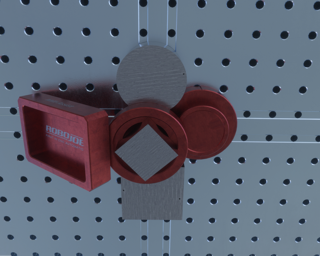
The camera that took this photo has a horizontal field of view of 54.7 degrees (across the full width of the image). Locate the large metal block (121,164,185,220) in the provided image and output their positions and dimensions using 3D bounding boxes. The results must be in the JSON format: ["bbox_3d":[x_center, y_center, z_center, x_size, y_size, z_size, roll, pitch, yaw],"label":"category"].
[{"bbox_3d":[-0.010,0.077,0.425,0.081,0.050,0.079,1,110,-1],"label":"large metal block"}]

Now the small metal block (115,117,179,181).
[{"bbox_3d":[-0.015,0.024,0.356,0.050,0.025,0.050,-40,106,13],"label":"small metal block"}]

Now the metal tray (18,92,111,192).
[{"bbox_3d":[-0.118,0.013,0.376,0.130,0.030,0.089,15,115,34],"label":"metal tray"}]

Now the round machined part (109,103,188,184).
[{"bbox_3d":[-0.017,0.016,0.379,0.099,0.042,0.097,0,110,0],"label":"round machined part"}]

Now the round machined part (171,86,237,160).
[{"bbox_3d":[0.052,-0.002,0.402,0.099,0.042,0.097,0,110,0],"label":"round machined part"}]

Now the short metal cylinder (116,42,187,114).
[{"bbox_3d":[-0.010,-0.062,0.376,0.081,0.050,0.079,0,110,0],"label":"short metal cylinder"}]
